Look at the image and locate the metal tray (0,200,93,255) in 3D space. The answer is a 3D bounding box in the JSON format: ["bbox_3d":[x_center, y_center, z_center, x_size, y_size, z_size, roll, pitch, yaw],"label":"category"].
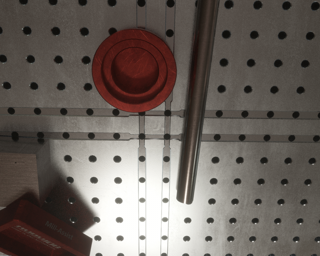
[{"bbox_3d":[-0.172,0.157,0.435,0.090,0.030,0.130,-27,126,23],"label":"metal tray"}]

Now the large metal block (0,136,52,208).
[{"bbox_3d":[-0.197,0.059,0.419,0.081,0.050,0.079,3,110,-2],"label":"large metal block"}]

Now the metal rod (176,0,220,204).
[{"bbox_3d":[0.047,-0.036,0.400,0.025,0.025,0.298,4,110,-2],"label":"metal rod"}]

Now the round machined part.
[{"bbox_3d":[-0.030,-0.071,0.378,0.099,0.042,0.097,0,110,-1],"label":"round machined part"}]
